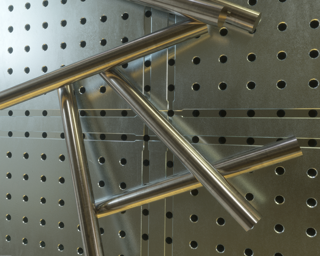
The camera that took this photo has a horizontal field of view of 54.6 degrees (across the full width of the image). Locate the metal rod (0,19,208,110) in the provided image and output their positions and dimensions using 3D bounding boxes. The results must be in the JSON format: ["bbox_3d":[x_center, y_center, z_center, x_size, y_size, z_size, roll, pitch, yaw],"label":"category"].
[{"bbox_3d":[-0.084,-0.085,0.412,0.301,0.025,0.025,-19,84,7],"label":"metal rod"}]

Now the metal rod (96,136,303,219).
[{"bbox_3d":[0.027,0.072,0.403,0.300,0.025,0.025,-21,83,18],"label":"metal rod"}]

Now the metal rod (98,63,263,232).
[{"bbox_3d":[0.006,0.004,0.392,0.300,0.025,0.025,46,104,21],"label":"metal rod"}]

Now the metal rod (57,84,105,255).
[{"bbox_3d":[-0.112,0.058,0.433,0.025,0.025,0.299,-18,77,19],"label":"metal rod"}]

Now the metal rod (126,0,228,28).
[{"bbox_3d":[-0.052,-0.188,0.417,0.300,0.025,0.025,26,99,23],"label":"metal rod"}]

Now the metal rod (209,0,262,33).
[{"bbox_3d":[-0.011,-0.193,0.416,0.300,0.025,0.025,28,99,17],"label":"metal rod"}]
